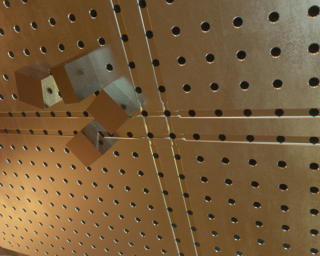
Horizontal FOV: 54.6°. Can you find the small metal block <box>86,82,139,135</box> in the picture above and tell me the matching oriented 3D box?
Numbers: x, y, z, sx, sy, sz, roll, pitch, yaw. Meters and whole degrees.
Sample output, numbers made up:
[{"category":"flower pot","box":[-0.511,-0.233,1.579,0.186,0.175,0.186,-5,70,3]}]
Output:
[{"category":"small metal block","box":[-0.066,-0.026,0.431,0.050,0.025,0.050,46,129,-4]}]

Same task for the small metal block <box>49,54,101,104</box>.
[{"category":"small metal block","box":[-0.111,-0.066,0.414,0.025,0.050,0.050,-2,117,29]}]

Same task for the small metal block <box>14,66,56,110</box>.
[{"category":"small metal block","box":[-0.190,-0.062,0.475,0.050,0.025,0.050,19,126,17]}]

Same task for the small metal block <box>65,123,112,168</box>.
[{"category":"small metal block","box":[-0.113,0.028,0.489,0.050,0.025,0.050,49,129,-6]}]
